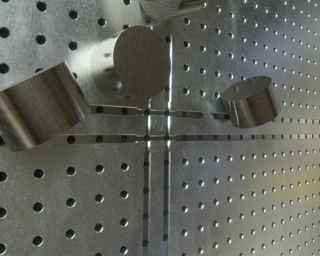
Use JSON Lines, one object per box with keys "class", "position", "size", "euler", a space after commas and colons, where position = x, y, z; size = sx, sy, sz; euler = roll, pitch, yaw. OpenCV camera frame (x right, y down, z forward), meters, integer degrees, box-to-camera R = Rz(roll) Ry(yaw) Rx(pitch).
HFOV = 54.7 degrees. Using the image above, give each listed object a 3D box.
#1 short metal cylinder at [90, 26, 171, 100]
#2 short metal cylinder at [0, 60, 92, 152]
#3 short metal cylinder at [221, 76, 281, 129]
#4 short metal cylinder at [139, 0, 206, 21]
{"class": "short metal cylinder", "position": [-0.034, -0.074, 0.364], "size": [0.081, 0.050, 0.079], "euler": [0, 90, -40]}
{"class": "short metal cylinder", "position": [-0.110, -0.021, 0.280], "size": [0.080, 0.080, 0.050], "euler": [-38, 114, -33]}
{"class": "short metal cylinder", "position": [0.145, -0.042, 0.494], "size": [0.080, 0.080, 0.050], "euler": [-41, 115, -32]}
{"class": "short metal cylinder", "position": [0.015, -0.179, 0.385], "size": [0.050, 0.080, 0.080], "euler": [-28, 108, -36]}
